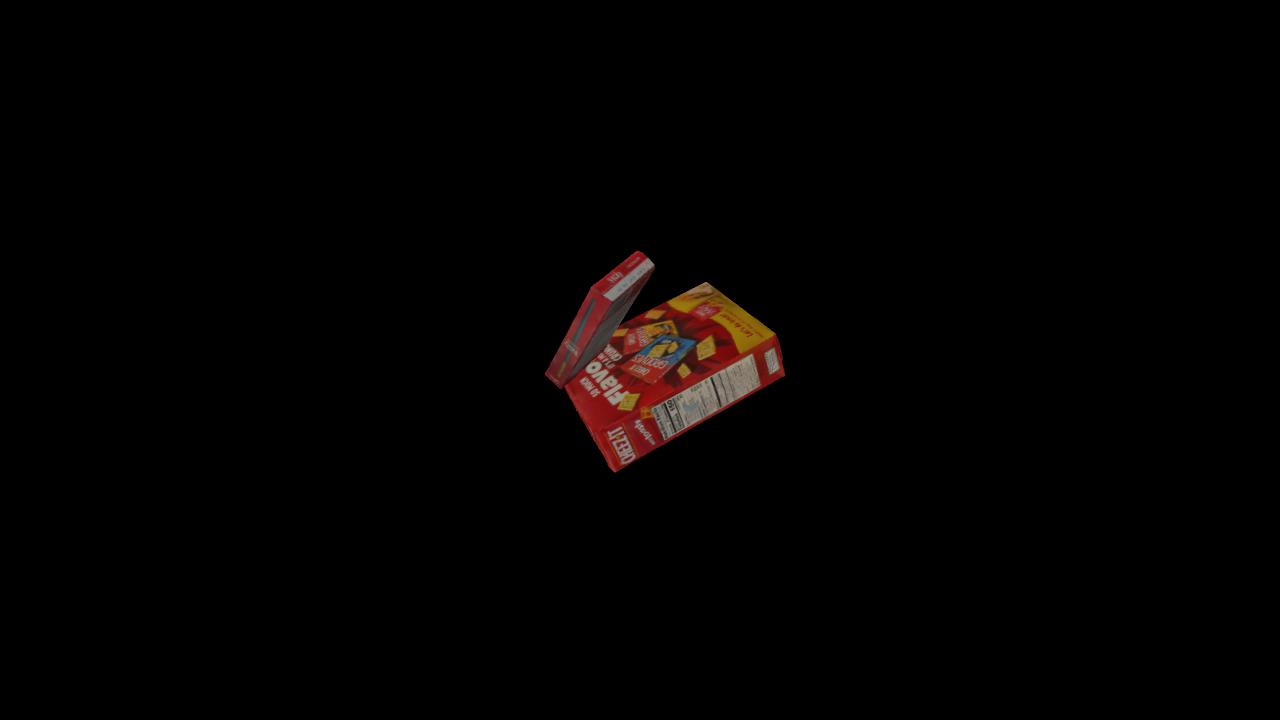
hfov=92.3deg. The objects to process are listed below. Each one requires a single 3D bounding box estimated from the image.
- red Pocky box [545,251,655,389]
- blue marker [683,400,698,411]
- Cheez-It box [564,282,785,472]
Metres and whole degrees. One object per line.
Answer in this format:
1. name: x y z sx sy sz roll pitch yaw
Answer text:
1. red Pocky box: -0.044 -0.038 0.632 0.083 0.028 0.155 -46 -5 -42
2. blue marker: 0.034 0.061 0.695 0.020 0.020 0.121 0 -18 -19
3. Cheez-It box: 0.028 0.010 0.713 0.223 0.071 0.166 -28 35 -9
